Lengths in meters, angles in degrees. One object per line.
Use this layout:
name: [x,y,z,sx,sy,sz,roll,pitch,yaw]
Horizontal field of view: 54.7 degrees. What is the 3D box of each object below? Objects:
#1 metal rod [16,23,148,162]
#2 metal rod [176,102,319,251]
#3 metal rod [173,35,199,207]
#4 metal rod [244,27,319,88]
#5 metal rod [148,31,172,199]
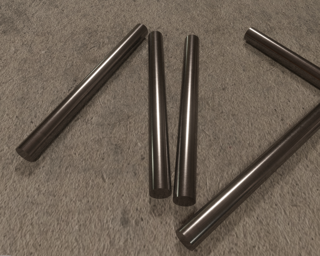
metal rod: [-0.098,-0.070,0.460,0.025,0.025,0.301,21,53,16]
metal rod: [0.137,0.036,0.374,0.302,0.025,0.025,-34,58,-26]
metal rod: [0.041,-0.035,0.432,0.025,0.025,0.300,4,50,3]
metal rod: [0.246,-0.073,0.467,0.025,0.025,0.300,-29,56,-23]
metal rod: [-0.004,-0.042,0.438,0.025,0.025,0.300,-1,50,-1]
